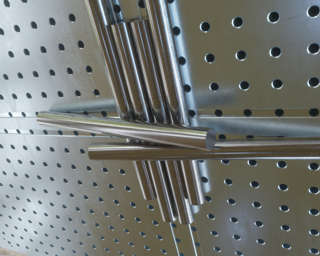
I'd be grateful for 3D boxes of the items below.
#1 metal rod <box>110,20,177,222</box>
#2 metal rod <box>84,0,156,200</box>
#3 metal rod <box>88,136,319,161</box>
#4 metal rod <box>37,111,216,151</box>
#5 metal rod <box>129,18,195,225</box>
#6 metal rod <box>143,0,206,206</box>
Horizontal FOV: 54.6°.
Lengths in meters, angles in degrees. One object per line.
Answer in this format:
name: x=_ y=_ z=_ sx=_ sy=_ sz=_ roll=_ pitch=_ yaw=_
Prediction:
metal rod: x=-0.015 y=0.009 z=0.424 sx=0.025 sy=0.025 sz=0.298 roll=1 pitch=119 yaw=28
metal rod: x=-0.045 y=-0.027 z=0.418 sx=0.025 sy=0.025 sz=0.298 roll=1 pitch=119 yaw=28
metal rod: x=0.050 y=0.027 z=0.375 sx=0.301 sy=0.025 sz=0.025 roll=-2 pitch=118 yaw=19
metal rod: x=-0.067 y=-0.002 z=0.416 sx=0.300 sy=0.025 sz=0.025 roll=7 pitch=122 yaw=35
metal rod: x=0.009 y=0.009 z=0.414 sx=0.025 sy=0.025 sz=0.298 roll=1 pitch=119 yaw=28
metal rod: x=0.021 y=-0.028 z=0.382 sx=0.025 sy=0.025 sz=0.298 roll=1 pitch=119 yaw=28
